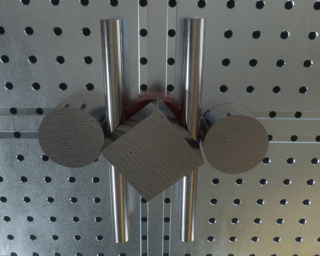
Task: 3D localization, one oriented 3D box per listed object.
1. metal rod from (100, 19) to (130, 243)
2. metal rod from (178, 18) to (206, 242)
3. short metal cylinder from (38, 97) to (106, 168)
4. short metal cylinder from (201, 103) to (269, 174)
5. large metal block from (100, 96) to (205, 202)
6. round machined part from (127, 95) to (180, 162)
[{"bbox_3d":[-0.055,0.019,0.397,0.025,0.025,0.298,0,110,0],"label":"metal rod"},{"bbox_3d":[0.039,0.017,0.398,0.025,0.025,0.298,0,110,0],"label":"metal rod"},{"bbox_3d":[-0.108,0.004,0.400,0.081,0.050,0.079,0,110,0],"label":"short metal cylinder"},{"bbox_3d":[0.094,0.013,0.405,0.081,0.050,0.079,0,110,0],"label":"short metal cylinder"},{"bbox_3d":[-0.008,0.024,0.358,0.080,0.050,0.080,-36,106,12],"label":"large metal block"},{"bbox_3d":[-0.008,0.009,0.408,0.099,0.042,0.097,0,110,0],"label":"round machined part"}]
